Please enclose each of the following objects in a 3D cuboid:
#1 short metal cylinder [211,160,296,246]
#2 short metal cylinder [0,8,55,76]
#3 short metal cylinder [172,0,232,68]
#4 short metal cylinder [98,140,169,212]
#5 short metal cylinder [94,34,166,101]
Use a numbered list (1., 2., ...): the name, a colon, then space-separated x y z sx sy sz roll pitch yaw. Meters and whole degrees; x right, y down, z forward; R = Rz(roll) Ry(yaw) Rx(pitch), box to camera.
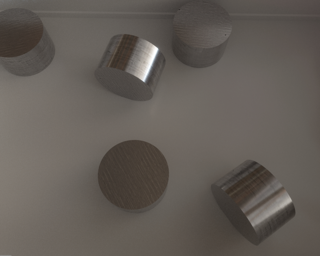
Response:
1. short metal cylinder: 0.103 0.083 0.351 0.050 0.080 0.080 -33 74 -11
2. short metal cylinder: -0.197 -0.121 0.439 0.081 0.050 0.080 0 70 0
3. short metal cylinder: 0.058 -0.134 0.446 0.081 0.050 0.080 0 70 0
4. short metal cylinder: -0.030 0.060 0.374 0.081 0.050 0.080 0 70 0
5. short metal cylinder: -0.039 -0.077 0.408 0.080 0.080 0.050 18 71 6
